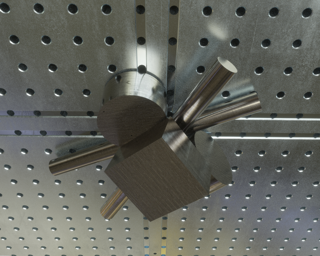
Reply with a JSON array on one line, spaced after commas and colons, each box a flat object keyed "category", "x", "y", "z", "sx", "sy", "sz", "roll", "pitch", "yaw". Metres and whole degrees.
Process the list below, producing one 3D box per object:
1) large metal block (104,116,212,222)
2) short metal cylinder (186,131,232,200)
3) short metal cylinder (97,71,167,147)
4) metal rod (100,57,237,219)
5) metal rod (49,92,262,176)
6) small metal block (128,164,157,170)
[{"category": "large metal block", "x": 0.000, "y": 0.047, "z": 0.347, "sx": 0.080, "sy": 0.050, "sz": 0.080, "roll": -32, "pitch": 106, "yaw": 25}, {"category": "short metal cylinder", "x": 0.052, "y": 0.050, "z": 0.415, "sx": 0.050, "sy": 0.080, "sz": 0.080, "roll": -35, "pitch": 122, "yaw": 27}, {"category": "short metal cylinder", "x": -0.032, "y": -0.021, "z": 0.373, "sx": 0.081, "sy": 0.050, "sz": 0.079, "roll": 0, "pitch": 130, "yaw": 0}, {"category": "metal rod", "x": -0.006, "y": 0.033, "z": 0.403, "sx": 0.025, "sy": 0.025, "sz": 0.298, "roll": 24, "pitch": 126, "yaw": -19}, {"category": "metal rod", "x": -0.017, "y": 0.013, "z": 0.418, "sx": 0.301, "sy": 0.025, "sz": 0.025, "roll": -18, "pitch": 128, "yaw": 14}, {"category": "small metal block", "x": -0.030, "y": 0.054, "z": 0.453, "sx": 0.050, "sy": 0.025, "sz": 0.050, "roll": -22, "pitch": 127, "yaw": 17}]
